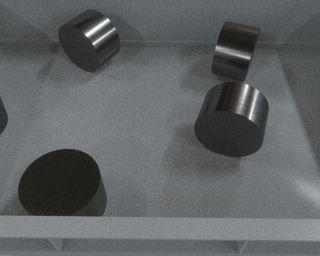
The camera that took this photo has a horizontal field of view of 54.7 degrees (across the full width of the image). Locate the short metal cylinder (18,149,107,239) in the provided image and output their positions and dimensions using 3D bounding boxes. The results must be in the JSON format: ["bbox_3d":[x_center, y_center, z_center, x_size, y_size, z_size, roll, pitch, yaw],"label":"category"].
[{"bbox_3d":[-0.100,0.069,0.330,0.080,0.050,0.080,0,50,0],"label":"short metal cylinder"}]

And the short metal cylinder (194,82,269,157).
[{"bbox_3d":[0.088,-0.009,0.377,0.080,0.080,0.050,16,52,13],"label":"short metal cylinder"}]

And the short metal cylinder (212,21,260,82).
[{"bbox_3d":[0.114,-0.115,0.467,0.050,0.080,0.080,17,52,14],"label":"short metal cylinder"}]

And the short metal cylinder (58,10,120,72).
[{"bbox_3d":[-0.109,-0.135,0.482,0.080,0.080,0.050,27,55,21],"label":"short metal cylinder"}]

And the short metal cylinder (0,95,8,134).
[{"bbox_3d":[-0.240,-0.022,0.386,0.081,0.080,0.050,-24,54,-19],"label":"short metal cylinder"}]
